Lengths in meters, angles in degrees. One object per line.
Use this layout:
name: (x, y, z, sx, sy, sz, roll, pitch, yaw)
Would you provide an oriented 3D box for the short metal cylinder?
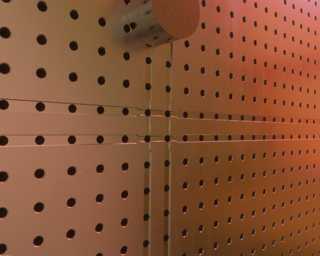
short metal cylinder: (0.005, -0.150, 0.396, 0.081, 0.050, 0.080, 0, 90, -40)
